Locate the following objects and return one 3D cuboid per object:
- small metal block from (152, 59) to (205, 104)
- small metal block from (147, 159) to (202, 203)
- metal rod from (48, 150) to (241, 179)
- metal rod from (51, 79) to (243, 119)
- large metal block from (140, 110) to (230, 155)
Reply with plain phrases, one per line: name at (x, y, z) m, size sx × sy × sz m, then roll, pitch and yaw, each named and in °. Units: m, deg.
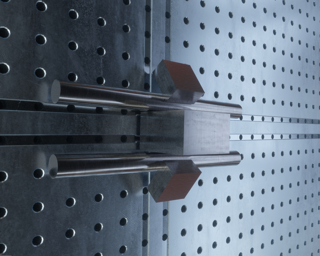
small metal block at (0.025, -0.060, 0.410) m, size 0.050 × 0.025 × 0.050 m, roll 1°, pitch 55°, yaw -40°
small metal block at (0.019, 0.069, 0.405) m, size 0.050 × 0.025 × 0.050 m, roll 4°, pitch 125°, yaw -40°
metal rod at (0.007, 0.044, 0.411) m, size 0.302 × 0.025 × 0.025 m, roll 3°, pitch 89°, yaw -40°
metal rod at (0.010, -0.032, 0.412) m, size 0.302 × 0.025 × 0.025 m, roll 3°, pitch 89°, yaw -40°
large metal block at (0.031, 0.006, 0.394) m, size 0.081 × 0.080 × 0.050 m, roll 2°, pitch 89°, yaw -40°
